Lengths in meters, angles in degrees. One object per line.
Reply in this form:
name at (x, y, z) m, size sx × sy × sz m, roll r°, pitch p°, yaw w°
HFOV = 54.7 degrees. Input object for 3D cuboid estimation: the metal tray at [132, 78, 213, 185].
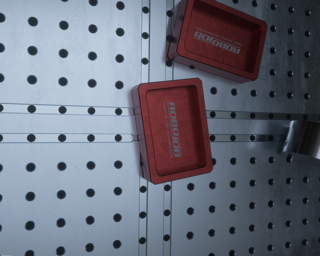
metal tray at (0.018, 0.002, 0.416) m, size 0.091 × 0.030 × 0.129 m, roll -9°, pitch 93°, yaw -20°

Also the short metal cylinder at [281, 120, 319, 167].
short metal cylinder at (0.232, 0.026, 0.469) m, size 0.080 × 0.080 × 0.050 m, roll 22°, pitch 83°, yaw -19°

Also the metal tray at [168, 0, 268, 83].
metal tray at (0.085, -0.125, 0.440) m, size 0.131 × 0.030 × 0.090 m, roll 14°, pitch 85°, yaw -20°
